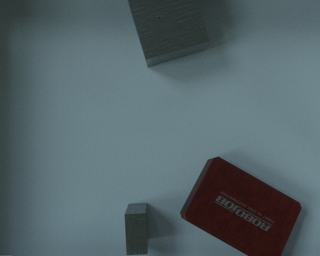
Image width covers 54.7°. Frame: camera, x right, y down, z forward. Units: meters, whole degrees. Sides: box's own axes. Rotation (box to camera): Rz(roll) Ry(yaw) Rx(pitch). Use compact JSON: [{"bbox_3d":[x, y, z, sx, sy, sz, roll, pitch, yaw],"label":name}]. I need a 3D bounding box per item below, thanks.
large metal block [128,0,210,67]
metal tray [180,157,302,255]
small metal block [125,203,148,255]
[{"bbox_3d":[0.010,-0.132,0.399,0.080,0.050,0.080,-17,91,0],"label":"large metal block"},{"bbox_3d":[0.104,0.107,0.401,0.130,0.030,0.090,30,78,-1],"label":"metal tray"},{"bbox_3d":[-0.029,0.128,0.399,0.025,0.050,0.050,-3,90,0],"label":"small metal block"}]
